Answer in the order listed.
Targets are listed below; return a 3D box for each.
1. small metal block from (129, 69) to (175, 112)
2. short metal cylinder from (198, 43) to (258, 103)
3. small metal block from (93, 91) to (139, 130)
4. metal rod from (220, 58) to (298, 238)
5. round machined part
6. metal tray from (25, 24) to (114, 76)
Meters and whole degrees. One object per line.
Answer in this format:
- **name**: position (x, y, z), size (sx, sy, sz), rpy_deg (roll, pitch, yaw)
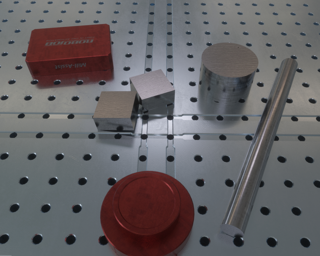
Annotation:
- **small metal block**: position (-0.012, -0.056, 0.454), size (0.050, 0.025, 0.050), rpy_deg (-18, 52, -15)
- **short metal cylinder**: position (0.100, -0.083, 0.461), size (0.080, 0.050, 0.080), rpy_deg (0, 50, 0)
- **small metal block**: position (-0.058, -0.024, 0.424), size (0.050, 0.025, 0.050), rpy_deg (1, 50, 9)
- **metal rod**: position (0.140, 0.003, 0.406), size (0.025, 0.025, 0.301), rpy_deg (21, 53, 16)
- **round machined part**: position (-0.013, 0.086, 0.324), size (0.099, 0.042, 0.098), rpy_deg (0, 50, 0)
- **metal tray**: position (-0.146, -0.131, 0.514), size (0.131, 0.030, 0.090), rpy_deg (-6, 50, -6)
